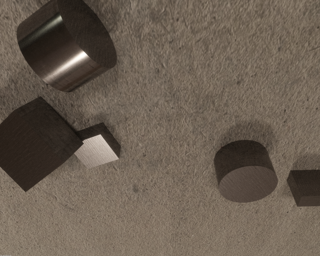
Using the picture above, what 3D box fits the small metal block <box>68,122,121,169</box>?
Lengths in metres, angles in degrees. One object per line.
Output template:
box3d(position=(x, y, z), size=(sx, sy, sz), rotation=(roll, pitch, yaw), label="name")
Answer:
box3d(position=(-0.089, 0.025, 0.427), size=(0.050, 0.025, 0.050), rotation=(-19, 128, 14), label="small metal block")

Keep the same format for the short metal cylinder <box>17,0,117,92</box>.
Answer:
box3d(position=(-0.087, -0.082, 0.300), size=(0.050, 0.080, 0.080), rotation=(-27, 126, 20), label="short metal cylinder")

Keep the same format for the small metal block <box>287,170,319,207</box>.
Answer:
box3d(position=(0.229, 0.091, 0.472), size=(0.050, 0.050, 0.025), rotation=(-2, 130, 1), label="small metal block")

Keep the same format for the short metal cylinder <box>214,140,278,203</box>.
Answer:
box3d(position=(0.122, 0.063, 0.447), size=(0.081, 0.050, 0.079), rotation=(0, 130, 0), label="short metal cylinder")

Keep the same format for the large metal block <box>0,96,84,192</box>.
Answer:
box3d(position=(-0.160, 0.021, 0.389), size=(0.080, 0.050, 0.080), rotation=(-35, 101, 26), label="large metal block")
